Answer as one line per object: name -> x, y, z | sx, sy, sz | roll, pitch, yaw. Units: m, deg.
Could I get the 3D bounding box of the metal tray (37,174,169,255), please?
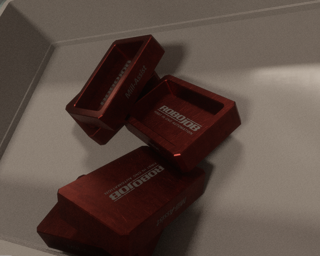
metal tray -> -0.060, 0.099, 0.348 | 0.130, 0.030, 0.090 | 1, 36, 28

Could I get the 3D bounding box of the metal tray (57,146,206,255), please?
metal tray -> -0.024, 0.066, 0.319 | 0.090, 0.030, 0.131 | 20, 29, 32

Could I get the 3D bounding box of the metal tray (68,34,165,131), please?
metal tray -> -0.059, -0.063, 0.416 | 0.090, 0.030, 0.130 | 10, 65, 48

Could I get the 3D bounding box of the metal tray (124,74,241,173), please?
metal tray -> 0.019, -0.013, 0.374 | 0.090, 0.030, 0.130 | -40, 40, -15

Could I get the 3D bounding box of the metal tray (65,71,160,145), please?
metal tray -> -0.071, -0.048, 0.467 | 0.130, 0.030, 0.090 | -46, 51, -4
